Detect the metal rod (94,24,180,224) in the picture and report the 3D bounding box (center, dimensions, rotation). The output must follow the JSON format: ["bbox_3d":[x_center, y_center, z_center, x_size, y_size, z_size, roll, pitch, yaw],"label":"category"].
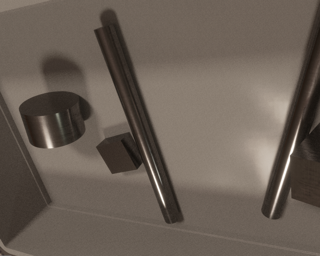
[{"bbox_3d":[-0.024,0.010,0.425,0.025,0.025,0.298,-4,117,30],"label":"metal rod"}]

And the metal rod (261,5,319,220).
[{"bbox_3d":[0.148,-0.017,0.319,0.025,0.025,0.298,15,125,19],"label":"metal rod"}]

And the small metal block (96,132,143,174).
[{"bbox_3d":[-0.059,0.038,0.461,0.050,0.025,0.050,-15,111,34],"label":"small metal block"}]

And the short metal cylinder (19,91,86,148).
[{"bbox_3d":[-0.152,-0.014,0.442,0.080,0.080,0.050,10,123,22],"label":"short metal cylinder"}]

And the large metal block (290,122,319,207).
[{"bbox_3d":[0.179,0.036,0.287,0.080,0.081,0.050,14,127,44],"label":"large metal block"}]
